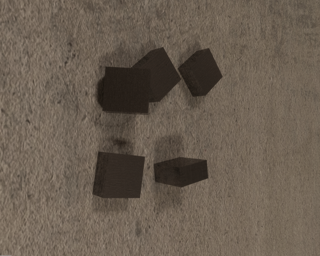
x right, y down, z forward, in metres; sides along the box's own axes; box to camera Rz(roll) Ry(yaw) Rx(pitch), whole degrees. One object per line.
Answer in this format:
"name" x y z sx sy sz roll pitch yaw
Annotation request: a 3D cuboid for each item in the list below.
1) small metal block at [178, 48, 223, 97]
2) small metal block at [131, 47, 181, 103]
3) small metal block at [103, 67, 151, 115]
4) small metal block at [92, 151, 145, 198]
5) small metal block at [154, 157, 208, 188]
"small metal block" 0.060 -0.082 0.458 0.050 0.025 0.050 -47 118 -30
"small metal block" -0.006 -0.068 0.401 0.050 0.025 0.050 -48 119 -29
"small metal block" -0.037 -0.042 0.358 0.050 0.025 0.050 3 88 -1
"small metal block" -0.048 0.056 0.366 0.050 0.025 0.050 11 83 -40
"small metal block" 0.028 0.058 0.414 0.050 0.050 0.025 -9 96 -40
